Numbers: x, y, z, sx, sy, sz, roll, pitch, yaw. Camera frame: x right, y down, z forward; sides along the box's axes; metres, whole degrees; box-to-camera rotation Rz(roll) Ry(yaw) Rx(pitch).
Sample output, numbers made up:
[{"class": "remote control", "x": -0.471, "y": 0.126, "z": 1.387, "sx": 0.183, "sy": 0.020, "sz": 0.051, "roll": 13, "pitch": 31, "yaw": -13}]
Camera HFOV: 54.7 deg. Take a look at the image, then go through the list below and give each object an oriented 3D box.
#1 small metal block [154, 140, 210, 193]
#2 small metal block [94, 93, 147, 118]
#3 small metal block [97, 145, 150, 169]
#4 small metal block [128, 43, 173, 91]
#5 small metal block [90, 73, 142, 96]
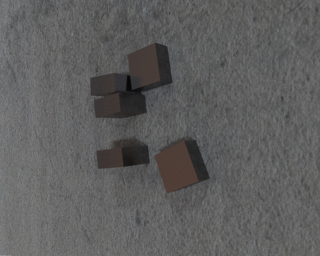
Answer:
[{"class": "small metal block", "x": 0.026, "y": 0.048, "z": 0.382, "sx": 0.050, "sy": 0.025, "sz": 0.050, "roll": -30, "pitch": 72, "yaw": 36}, {"class": "small metal block", "x": -0.055, "y": -0.030, "z": 0.432, "sx": 0.050, "sy": 0.050, "sz": 0.025, "roll": -10, "pitch": 84, "yaw": 39}, {"class": "small metal block", "x": -0.051, "y": 0.040, "z": 0.428, "sx": 0.050, "sy": 0.050, "sz": 0.025, "roll": -10, "pitch": 84, "yaw": 39}, {"class": "small metal block", "x": -0.014, "y": -0.080, "z": 0.415, "sx": 0.050, "sy": 0.025, "sz": 0.050, "roll": -12, "pitch": 82, "yaw": 39}, {"class": "small metal block", "x": -0.062, "y": -0.059, "z": 0.437, "sx": 0.050, "sy": 0.050, "sz": 0.025, "roll": -2, "pitch": 89, "yaw": 39}]
